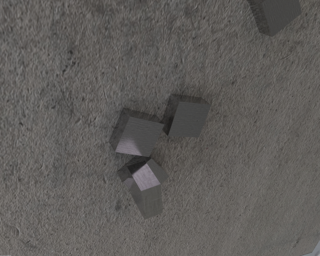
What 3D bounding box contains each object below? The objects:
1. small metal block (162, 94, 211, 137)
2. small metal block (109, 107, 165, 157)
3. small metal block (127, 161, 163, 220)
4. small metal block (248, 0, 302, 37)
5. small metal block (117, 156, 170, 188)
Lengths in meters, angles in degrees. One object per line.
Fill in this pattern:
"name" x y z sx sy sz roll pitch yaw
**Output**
"small metal block" 0.034 -0.016 0.415 0.050 0.025 0.050 3 117 -30
"small metal block" -0.030 0.006 0.394 0.050 0.025 0.050 12 112 -34
"small metal block" -0.020 0.079 0.396 0.025 0.050 0.050 -16 125 -19
"small metal block" 0.146 -0.153 0.392 0.050 0.025 0.050 -40 130 -2
"small metal block" -0.023 0.065 0.434 0.050 0.025 0.050 -40 130 -1
